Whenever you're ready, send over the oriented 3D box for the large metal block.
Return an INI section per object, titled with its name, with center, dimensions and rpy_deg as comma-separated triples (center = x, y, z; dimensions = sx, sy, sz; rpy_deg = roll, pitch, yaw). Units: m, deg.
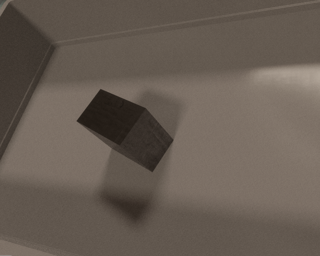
[large metal block]
center = -0.042, 0.004, 0.389
dimensions = 0.080, 0.080, 0.050
rpy_deg = 25, 75, 36
